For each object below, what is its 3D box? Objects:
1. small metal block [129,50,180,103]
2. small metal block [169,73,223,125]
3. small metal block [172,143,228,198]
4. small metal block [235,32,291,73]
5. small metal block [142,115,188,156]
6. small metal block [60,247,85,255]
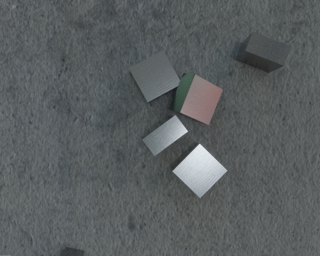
[{"bbox_3d":[-0.006,-0.067,0.410,0.050,0.025,0.050,-29,90,0],"label":"small metal block"},{"bbox_3d":[0.047,-0.037,0.399,0.050,0.025,0.050,21,90,-34],"label":"small metal block"},{"bbox_3d":[0.051,0.055,0.411,0.050,0.025,0.050,44,90,-1],"label":"small metal block"},{"bbox_3d":[0.131,-0.096,0.399,0.050,0.050,0.025,21,90,-1],"label":"small metal block"},{"bbox_3d":[0.006,0.009,0.398,0.050,0.050,0.025,-37,90,0],"label":"small metal block"},{"bbox_3d":[-0.120,0.189,0.396,0.025,0.050,0.050,13,90,0],"label":"small metal block"}]
